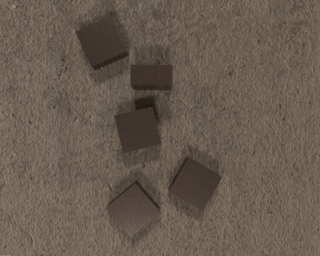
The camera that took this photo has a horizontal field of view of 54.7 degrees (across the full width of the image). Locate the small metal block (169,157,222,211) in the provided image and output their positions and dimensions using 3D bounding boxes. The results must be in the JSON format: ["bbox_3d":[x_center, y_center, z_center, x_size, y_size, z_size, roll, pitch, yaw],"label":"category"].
[{"bbox_3d":[0.046,0.073,0.411,0.050,0.025,0.050,30,90,-1],"label":"small metal block"}]

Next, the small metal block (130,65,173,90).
[{"bbox_3d":[-0.010,-0.064,0.397,0.050,0.050,0.025,1,90,-1],"label":"small metal block"}]

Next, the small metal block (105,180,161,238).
[{"bbox_3d":[-0.035,0.106,0.410,0.050,0.025,0.050,-40,91,0],"label":"small metal block"}]

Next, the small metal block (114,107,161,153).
[{"bbox_3d":[-0.029,0.002,0.410,0.050,0.025,0.050,-13,90,-1],"label":"small metal block"}]

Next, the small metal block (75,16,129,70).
[{"bbox_3d":[-0.075,-0.111,0.409,0.050,0.025,0.050,-24,90,-1],"label":"small metal block"}]
